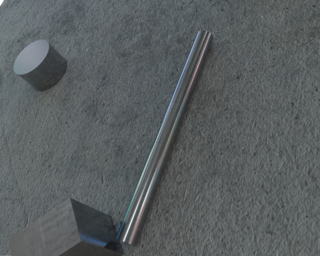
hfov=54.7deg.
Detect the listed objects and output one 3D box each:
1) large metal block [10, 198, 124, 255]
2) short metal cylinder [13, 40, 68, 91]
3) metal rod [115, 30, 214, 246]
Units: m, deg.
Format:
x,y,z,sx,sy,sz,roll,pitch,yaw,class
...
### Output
x,y,z,sx,sy,sz,roll,pitch,yaw,class
-0.100,0.130,0.341,0.080,0.080,0.050,-34,52,6,large metal block
-0.221,-0.116,0.575,0.080,0.050,0.080,-13,56,21,short metal cylinder
0.014,-0.003,0.398,0.025,0.025,0.300,8,66,32,metal rod
